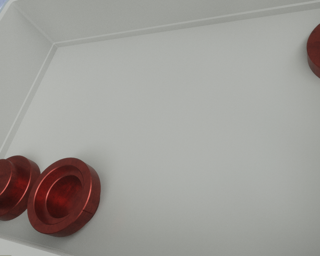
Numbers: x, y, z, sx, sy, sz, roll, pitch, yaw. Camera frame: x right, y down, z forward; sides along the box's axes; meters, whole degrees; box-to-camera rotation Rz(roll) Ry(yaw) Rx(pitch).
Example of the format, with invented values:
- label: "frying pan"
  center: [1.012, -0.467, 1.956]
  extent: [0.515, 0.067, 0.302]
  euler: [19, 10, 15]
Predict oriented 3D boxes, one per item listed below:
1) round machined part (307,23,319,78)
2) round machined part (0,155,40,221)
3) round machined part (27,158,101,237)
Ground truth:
- label: "round machined part"
  center: [0.216, -0.097, 0.341]
  extent: [0.098, 0.042, 0.098]
  euler: [-13, 56, 21]
- label: "round machined part"
  center: [-0.233, 0.085, 0.465]
  extent: [0.098, 0.042, 0.098]
  euler: [-13, 56, 21]
- label: "round machined part"
  center: [-0.118, 0.091, 0.401]
  extent: [0.098, 0.042, 0.098]
  euler: [-13, 56, 21]
